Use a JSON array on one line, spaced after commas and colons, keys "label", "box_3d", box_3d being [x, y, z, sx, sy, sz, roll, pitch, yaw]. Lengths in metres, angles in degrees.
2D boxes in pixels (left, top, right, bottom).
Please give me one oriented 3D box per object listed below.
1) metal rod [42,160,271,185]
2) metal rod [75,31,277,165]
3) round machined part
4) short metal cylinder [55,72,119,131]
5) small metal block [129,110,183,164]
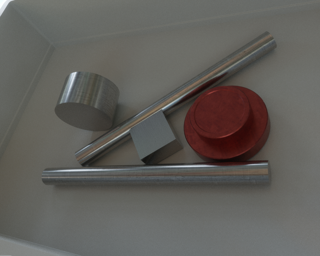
[{"label": "metal rod", "box_3d": [-0.024, 0.057, 0.380, 0.301, 0.025, 0.025, -5, 60, 25]}, {"label": "metal rod", "box_3d": [0.016, -0.035, 0.416, 0.300, 0.025, 0.025, -32, 52, 7]}, {"label": "round machined part", "box_3d": [0.073, -0.010, 0.358, 0.098, 0.042, 0.098, -13, 56, 20]}, {"label": "short metal cylinder", "box_3d": [-0.103, -0.036, 0.443, 0.080, 0.080, 0.050, -5, 60, 25]}, {"label": "small metal block", "box_3d": [-0.006, 0.014, 0.396, 0.050, 0.025, 0.050, -31, 52, 8]}]
